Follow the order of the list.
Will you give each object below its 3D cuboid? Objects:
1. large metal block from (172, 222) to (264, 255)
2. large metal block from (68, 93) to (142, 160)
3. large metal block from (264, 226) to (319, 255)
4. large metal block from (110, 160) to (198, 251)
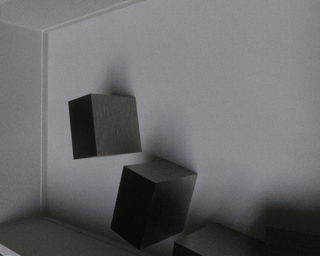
[{"bbox_3d":[0.068,0.143,0.315,0.080,0.081,0.050,12,98,39],"label":"large metal block"},{"bbox_3d":[-0.076,-0.001,0.434,0.050,0.081,0.080,-12,83,39],"label":"large metal block"},{"bbox_3d":[0.135,0.134,0.263,0.080,0.050,0.080,-2,69,40],"label":"large metal block"},{"bbox_3d":[-0.006,0.088,0.376,0.050,0.081,0.079,21,104,38],"label":"large metal block"}]
